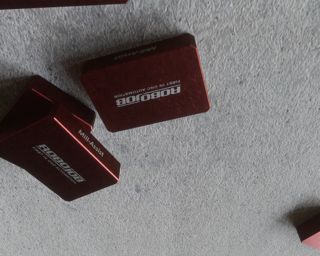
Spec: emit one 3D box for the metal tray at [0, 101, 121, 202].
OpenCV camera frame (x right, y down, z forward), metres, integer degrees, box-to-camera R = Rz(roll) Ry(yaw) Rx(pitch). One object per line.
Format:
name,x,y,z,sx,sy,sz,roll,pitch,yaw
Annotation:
metal tray,-0.123,0.036,0.393,0.090,0.030,0.130,-24,127,19

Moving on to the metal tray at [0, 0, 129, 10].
metal tray,-0.094,-0.156,0.270,0.131,0.030,0.089,-2,130,1

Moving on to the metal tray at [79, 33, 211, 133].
metal tray,-0.014,-0.048,0.363,0.131,0.030,0.090,-13,129,10

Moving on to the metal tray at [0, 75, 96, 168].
metal tray,-0.159,0.003,0.405,0.090,0.030,0.130,36,121,-27

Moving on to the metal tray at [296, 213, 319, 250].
metal tray,0.334,0.197,0.575,0.131,0.030,0.090,26,125,-21
